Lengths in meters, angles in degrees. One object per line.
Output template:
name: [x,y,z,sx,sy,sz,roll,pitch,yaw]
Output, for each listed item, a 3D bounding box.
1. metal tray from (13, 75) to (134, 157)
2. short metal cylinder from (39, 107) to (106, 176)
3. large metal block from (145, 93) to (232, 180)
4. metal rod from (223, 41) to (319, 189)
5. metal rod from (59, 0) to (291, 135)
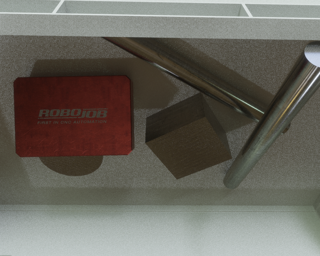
metal tray: [-0.097,-0.014,0.360,0.131,0.030,0.089,-1,92,0]
short metal cylinder: [-0.112,0.018,0.406,0.081,0.050,0.079,-1,130,0]
large metal block: [0.037,0.013,0.404,0.080,0.050,0.080,-25,126,19]
metal rod: [0.113,0.016,0.352,0.025,0.025,0.299,0,153,-1]
metal rod: [0.035,-0.062,0.356,0.302,0.025,0.025,25,126,-21]
